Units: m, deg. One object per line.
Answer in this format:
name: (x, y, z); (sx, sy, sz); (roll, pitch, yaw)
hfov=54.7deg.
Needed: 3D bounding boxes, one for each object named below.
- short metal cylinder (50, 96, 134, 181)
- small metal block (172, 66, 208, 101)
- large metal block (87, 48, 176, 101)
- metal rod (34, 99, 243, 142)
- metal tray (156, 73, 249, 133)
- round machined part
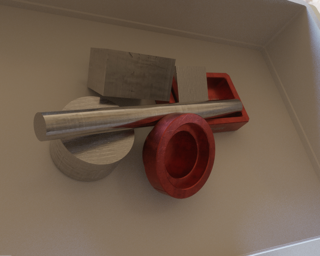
short metal cylinder: (-0.075, 0.012, 0.340); (0.081, 0.050, 0.080); (14, 56, -21)
small metal block: (0.039, -0.060, 0.435); (0.050, 0.025, 0.050); (-5, 90, -31)
large metal block: (-0.038, -0.067, 0.380); (0.081, 0.080, 0.050); (2, 103, -26)
metal rod: (0.007, -0.017, 0.366); (0.302, 0.025, 0.025); (-8, 66, -44)
metal tray: (0.061, -0.038, 0.457); (0.131, 0.030, 0.090); (-5, 64, -31)
round machined part: (0.018, 0.030, 0.365); (0.099, 0.042, 0.097); (-6, 99, -42)
